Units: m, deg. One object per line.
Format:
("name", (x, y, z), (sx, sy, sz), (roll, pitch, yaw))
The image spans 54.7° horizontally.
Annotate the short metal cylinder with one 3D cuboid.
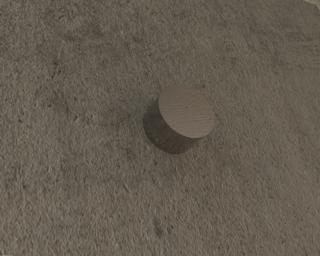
("short metal cylinder", (0.024, -0.011, 0.411), (0.081, 0.050, 0.080), (14, 56, -21))
